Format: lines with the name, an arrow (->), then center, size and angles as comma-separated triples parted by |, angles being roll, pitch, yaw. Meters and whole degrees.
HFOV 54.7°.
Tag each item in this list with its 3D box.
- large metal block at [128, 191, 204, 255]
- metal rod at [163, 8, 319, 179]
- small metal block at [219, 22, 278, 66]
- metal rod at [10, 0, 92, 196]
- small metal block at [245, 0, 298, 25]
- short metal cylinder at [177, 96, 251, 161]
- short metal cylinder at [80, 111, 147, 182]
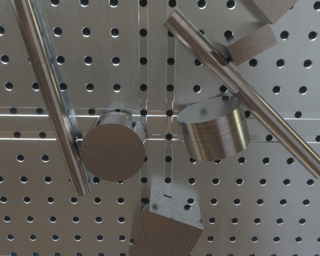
large metal block -> 0.007, 0.151, 0.456 | 0.080, 0.050, 0.079 | 22, 109, -8
metal rod -> 0.121, -0.035, 0.401 | 0.300, 0.025, 0.025 | 42, 105, -14
small metal block -> 0.102, -0.100, 0.364 | 0.050, 0.050, 0.025 | -28, 108, 10
metal rod -> -0.138, -0.046, 0.395 | 0.025, 0.025, 0.298 | -10, 110, 4
small metal block -> 0.130, -0.157, 0.357 | 0.050, 0.025, 0.050 | 41, 105, -14
short metal cylinder -> 0.067, -0.001, 0.384 | 0.080, 0.080, 0.050 | -17, 109, 6
short metal cylinder -> -0.059, 0.023, 0.408 | 0.081, 0.050, 0.079 | 0, 110, 0
